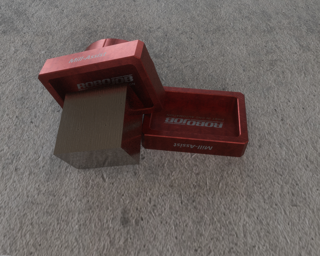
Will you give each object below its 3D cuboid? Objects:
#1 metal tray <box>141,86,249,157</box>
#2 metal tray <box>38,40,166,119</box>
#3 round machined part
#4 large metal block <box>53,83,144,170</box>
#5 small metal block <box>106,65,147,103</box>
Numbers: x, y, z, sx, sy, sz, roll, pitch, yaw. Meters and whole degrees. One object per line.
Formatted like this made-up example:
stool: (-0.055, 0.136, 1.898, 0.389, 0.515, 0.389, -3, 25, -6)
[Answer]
metal tray: (0.046, -0.011, 0.411, 0.131, 0.030, 0.090, 5, 50, 3)
metal tray: (-0.068, -0.052, 0.383, 0.130, 0.090, 0.030, -7, 49, 18)
round machined part: (-0.054, -0.077, 0.407, 0.099, 0.097, 0.042, 5, 50, 3)
large metal block: (-0.068, 0.000, 0.363, 0.080, 0.050, 0.080, -7, 61, 17)
small metal block: (-0.049, -0.066, 0.460, 0.050, 0.025, 0.050, 5, 50, 4)
